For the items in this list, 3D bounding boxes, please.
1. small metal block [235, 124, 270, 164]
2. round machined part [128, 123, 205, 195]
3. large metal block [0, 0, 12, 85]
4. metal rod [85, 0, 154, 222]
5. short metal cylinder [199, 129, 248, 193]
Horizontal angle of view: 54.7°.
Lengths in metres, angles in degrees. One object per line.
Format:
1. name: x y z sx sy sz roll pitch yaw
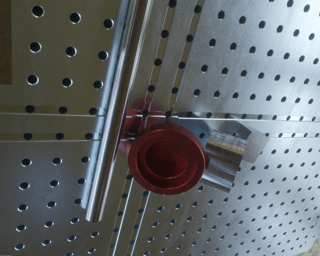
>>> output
1. small metal block: 0.145 0.027 0.510 0.050 0.025 0.050 18 109 -36
2. round machined part: 0.010 0.037 0.412 0.099 0.042 0.097 2 115 5
3. large metal block: -0.146 -0.087 0.242 0.050 0.080 0.079 -2 120 -28
4. metal rod: -0.056 -0.006 0.377 0.025 0.025 0.298 2 118 -30
5. short metal cylinder: 0.089 0.047 0.449 0.080 0.050 0.080 19 91 -75
